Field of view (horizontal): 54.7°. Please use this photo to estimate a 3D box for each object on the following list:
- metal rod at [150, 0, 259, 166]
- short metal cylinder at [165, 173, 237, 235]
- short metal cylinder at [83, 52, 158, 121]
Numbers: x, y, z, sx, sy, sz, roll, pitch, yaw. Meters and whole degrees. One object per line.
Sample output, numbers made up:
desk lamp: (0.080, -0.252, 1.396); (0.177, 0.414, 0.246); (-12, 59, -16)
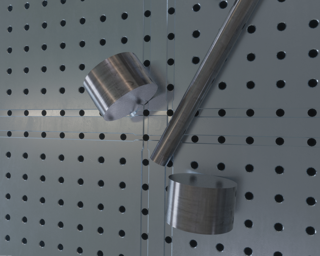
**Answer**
metal rod: (0.068, -0.085, 0.388); (0.025, 0.025, 0.299); (31, 100, 17)
short metal cylinder: (0.048, 0.086, 0.366); (0.080, 0.080, 0.050); (6, 92, 20)
short metal cylinder: (-0.050, -0.052, 0.401); (0.080, 0.080, 0.050); (-37, 78, 16)
